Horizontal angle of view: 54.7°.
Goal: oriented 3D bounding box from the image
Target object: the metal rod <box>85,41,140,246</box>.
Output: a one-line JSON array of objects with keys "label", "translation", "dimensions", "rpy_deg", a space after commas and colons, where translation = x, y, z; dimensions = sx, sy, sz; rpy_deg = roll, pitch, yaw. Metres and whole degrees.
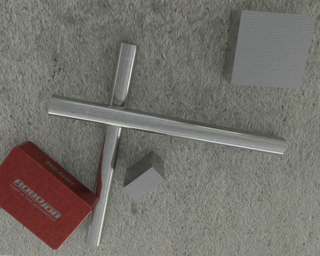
[{"label": "metal rod", "translation": [-0.069, 0.035, 0.421], "dimensions": [0.025, 0.025, 0.298], "rpy_deg": [12, 110, -5]}]

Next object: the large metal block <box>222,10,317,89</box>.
[{"label": "large metal block", "translation": [0.123, -0.093, 0.364], "dimensions": [0.081, 0.050, 0.079], "rpy_deg": [4, 110, -2]}]

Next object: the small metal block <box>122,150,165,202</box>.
[{"label": "small metal block", "translation": [-0.021, 0.064, 0.420], "dimensions": [0.050, 0.050, 0.025], "rpy_deg": [-38, 106, 12]}]

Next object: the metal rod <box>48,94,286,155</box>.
[{"label": "metal rod", "translation": [0.019, -0.001, 0.391], "dimensions": [0.302, 0.025, 0.025], "rpy_deg": [10, 110, -12]}]

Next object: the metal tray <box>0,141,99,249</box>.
[{"label": "metal tray", "translation": [-0.162, 0.093, 0.425], "dimensions": [0.130, 0.030, 0.090], "rpy_deg": [40, 105, -2]}]
